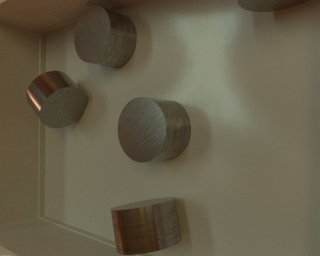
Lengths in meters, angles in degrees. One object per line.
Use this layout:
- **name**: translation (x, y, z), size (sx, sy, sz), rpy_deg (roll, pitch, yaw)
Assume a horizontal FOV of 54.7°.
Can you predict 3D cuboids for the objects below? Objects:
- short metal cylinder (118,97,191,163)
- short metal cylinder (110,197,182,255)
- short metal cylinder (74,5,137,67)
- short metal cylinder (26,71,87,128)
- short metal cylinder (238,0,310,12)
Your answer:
- **short metal cylinder**: translation (-0.008, 0.002, 0.395), size (0.080, 0.050, 0.079), rpy_deg (0, 90, 39)
- **short metal cylinder**: translation (-0.017, 0.119, 0.383), size (0.080, 0.081, 0.050), rpy_deg (-16, 80, 38)
- **short metal cylinder**: translation (-0.080, -0.132, 0.454), size (0.080, 0.050, 0.079), rpy_deg (0, 90, 39)
- **short metal cylinder**: translation (-0.168, -0.046, 0.506), size (0.050, 0.081, 0.080), rpy_deg (44, 116, 31)
- **short metal cylinder**: translation (0.109, -0.147, 0.280), size (0.080, 0.081, 0.050), rpy_deg (-9, 85, 39)
